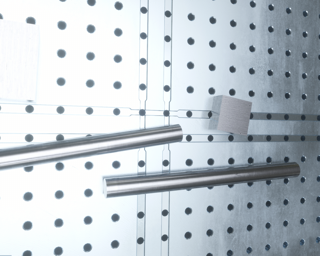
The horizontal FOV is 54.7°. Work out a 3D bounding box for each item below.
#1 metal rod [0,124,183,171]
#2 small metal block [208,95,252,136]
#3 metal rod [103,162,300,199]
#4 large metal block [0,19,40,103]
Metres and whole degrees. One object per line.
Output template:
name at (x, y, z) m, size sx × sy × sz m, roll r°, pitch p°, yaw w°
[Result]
metal rod at (-0.114, 0.027, 0.370) m, size 0.303 × 0.025 × 0.025 m, roll -8°, pitch 93°, yaw -20°
small metal block at (0.103, -0.018, 0.452) m, size 0.050 × 0.025 × 0.050 m, roll 11°, pitch 86°, yaw -20°
metal rod at (0.073, 0.071, 0.441) m, size 0.303 × 0.025 × 0.025 m, roll -2°, pitch 91°, yaw -21°
large metal block at (-0.175, -0.071, 0.335) m, size 0.081 × 0.050 × 0.079 m, roll 3°, pitch 89°, yaw -20°
